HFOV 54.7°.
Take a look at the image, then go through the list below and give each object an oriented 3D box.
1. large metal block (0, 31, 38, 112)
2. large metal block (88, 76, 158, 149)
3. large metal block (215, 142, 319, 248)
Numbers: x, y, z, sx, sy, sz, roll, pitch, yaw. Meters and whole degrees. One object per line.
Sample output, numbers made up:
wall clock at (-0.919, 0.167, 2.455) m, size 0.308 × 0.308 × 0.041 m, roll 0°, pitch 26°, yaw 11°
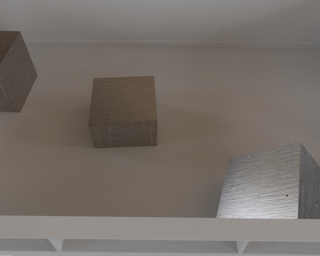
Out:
large metal block at (-0.221, -0.079, 0.434) m, size 0.050 × 0.080 × 0.080 m, roll 2°, pitch 50°, yaw 2°
large metal block at (-0.046, -0.022, 0.407) m, size 0.081 × 0.050 × 0.080 m, roll -2°, pitch 50°, yaw -2°
large metal block at (0.109, 0.068, 0.305) m, size 0.080 × 0.050 × 0.080 m, roll -21°, pitch 35°, yaw 42°
